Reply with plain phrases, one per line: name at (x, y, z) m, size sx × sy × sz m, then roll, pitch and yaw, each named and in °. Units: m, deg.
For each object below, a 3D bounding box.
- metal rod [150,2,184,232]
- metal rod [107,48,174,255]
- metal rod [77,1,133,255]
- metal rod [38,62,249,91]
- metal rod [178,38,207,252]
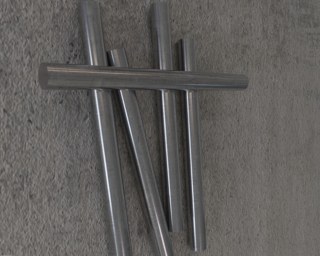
metal rod at (0.010, -0.011, 0.412) m, size 0.025 × 0.025 × 0.298 m, roll -7°, pitch 95°, yaw -40°
metal rod at (-0.020, 0.053, 0.387) m, size 0.025 × 0.025 × 0.298 m, roll -21°, pitch 104°, yaw -38°
metal rod at (-0.061, 0.012, 0.353) m, size 0.025 × 0.025 × 0.298 m, roll -11°, pitch 97°, yaw -39°
metal rod at (0.010, -0.058, 0.378) m, size 0.302 × 0.025 × 0.025 m, roll -5°, pitch 94°, yaw -40°
metal rod at (0.046, 0.026, 0.443) m, size 0.025 × 0.025 × 0.298 m, roll -6°, pitch 94°, yaw -40°
